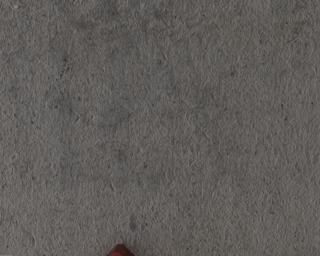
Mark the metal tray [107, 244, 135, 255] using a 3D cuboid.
[{"bbox_3d":[-0.039,0.231,0.407,0.130,0.030,0.090,44,90,0],"label":"metal tray"}]
